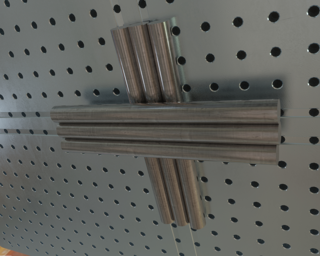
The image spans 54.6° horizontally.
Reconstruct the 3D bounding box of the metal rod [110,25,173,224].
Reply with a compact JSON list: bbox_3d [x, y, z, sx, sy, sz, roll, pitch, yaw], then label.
[{"bbox_3d":[-0.016,0.013,0.429,0.025,0.025,0.298,2,119,27],"label":"metal rod"}]

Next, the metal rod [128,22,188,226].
[{"bbox_3d":[0.005,0.013,0.417,0.025,0.025,0.298,2,119,27],"label":"metal rod"}]

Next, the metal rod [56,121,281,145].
[{"bbox_3d":[-0.010,0.004,0.387,0.300,0.025,0.025,1,119,28],"label":"metal rod"}]

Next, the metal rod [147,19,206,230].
[{"bbox_3d":[0.028,0.014,0.406,0.025,0.025,0.298,2,119,27],"label":"metal rod"}]

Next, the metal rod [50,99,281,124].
[{"bbox_3d":[-0.015,-0.018,0.376,0.300,0.025,0.025,1,119,28],"label":"metal rod"}]

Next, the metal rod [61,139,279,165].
[{"bbox_3d":[-0.008,0.026,0.399,0.300,0.025,0.025,1,119,28],"label":"metal rod"}]
